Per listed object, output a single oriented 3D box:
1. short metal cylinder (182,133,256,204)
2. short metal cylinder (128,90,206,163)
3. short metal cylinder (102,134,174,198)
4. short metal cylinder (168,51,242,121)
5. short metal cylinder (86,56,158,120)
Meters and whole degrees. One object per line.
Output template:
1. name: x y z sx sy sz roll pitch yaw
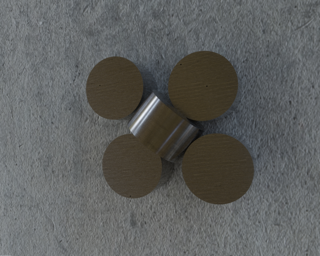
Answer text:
1. short metal cylinder: 0.072 0.046 0.370 0.080 0.050 0.079 0 90 19
2. short metal cylinder: 0.008 -0.003 0.378 0.080 0.080 0.050 41 103 15
3. short metal cylinder: -0.027 0.047 0.404 0.080 0.050 0.079 0 90 19
4. short metal cylinder: 0.056 -0.048 0.375 0.080 0.050 0.079 0 90 19
5. short metal cylinder: -0.050 -0.050 0.412 0.080 0.050 0.079 0 90 19
